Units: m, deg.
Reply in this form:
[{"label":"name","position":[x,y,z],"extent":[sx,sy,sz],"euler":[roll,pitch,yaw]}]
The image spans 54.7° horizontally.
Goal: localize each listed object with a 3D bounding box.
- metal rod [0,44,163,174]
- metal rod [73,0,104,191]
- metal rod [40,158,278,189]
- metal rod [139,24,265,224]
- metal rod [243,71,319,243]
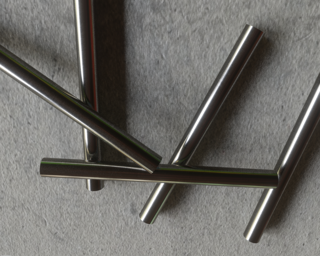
[{"label":"metal rod","position":[-0.127,-0.040,0.371],"extent":[0.301,0.025,0.025],"euler":[35,106,-4]},{"label":"metal rod","position":[-0.089,-0.057,0.387],"extent":[0.025,0.025,0.298],"euler":[1,110,-1]},{"label":"metal rod","position":[0.001,0.059,0.403],"extent":[0.302,0.025,0.025],"euler":[3,110,-2]},{"label":"metal rod","position":[0.047,0.008,0.413],"extent":[0.025,0.025,0.298],"euler":[25,108,-9]},{"label":"metal rod","position":[0.182,0.033,0.424],"extent":[0.025,0.025,0.298],"euler":[15,109,-6]}]
